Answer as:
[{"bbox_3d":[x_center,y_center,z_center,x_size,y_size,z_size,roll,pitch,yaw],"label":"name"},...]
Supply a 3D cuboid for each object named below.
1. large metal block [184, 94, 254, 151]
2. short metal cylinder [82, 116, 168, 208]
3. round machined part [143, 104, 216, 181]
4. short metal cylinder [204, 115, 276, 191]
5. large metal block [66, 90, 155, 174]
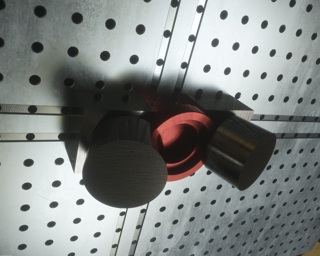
[{"bbox_3d":[0.073,0.000,0.434,0.081,0.050,0.079,-1,119,-28],"label":"large metal block"},{"bbox_3d":[-0.034,0.034,0.316,0.081,0.050,0.079,-2,118,-4],"label":"short metal cylinder"},{"bbox_3d":[0.017,0.014,0.380,0.099,0.042,0.097,-14,124,-21],"label":"round machined part"},{"bbox_3d":[0.100,0.031,0.387,0.081,0.050,0.079,-31,137,-33],"label":"short metal cylinder"},{"bbox_3d":[-0.060,0.004,0.364,0.081,0.050,0.079,1,118,-29],"label":"large metal block"}]
